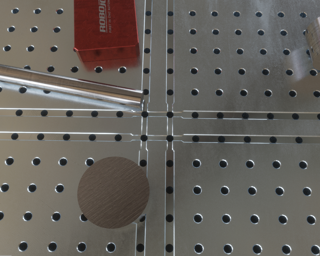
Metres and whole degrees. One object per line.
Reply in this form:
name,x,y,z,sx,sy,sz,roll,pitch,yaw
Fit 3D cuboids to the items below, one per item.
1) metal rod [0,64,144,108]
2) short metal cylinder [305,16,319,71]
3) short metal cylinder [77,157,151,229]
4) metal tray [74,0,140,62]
metal rod,-0.172,-0.068,0.435,0.302,0.025,0.025,11,71,4
short metal cylinder,0.249,-0.121,0.428,0.081,0.080,0.050,-3,70,-1
short metal cylinder,-0.052,0.079,0.369,0.081,0.050,0.080,0,70,0
metal tray,-0.081,-0.167,0.470,0.091,0.030,0.130,-6,70,-2
